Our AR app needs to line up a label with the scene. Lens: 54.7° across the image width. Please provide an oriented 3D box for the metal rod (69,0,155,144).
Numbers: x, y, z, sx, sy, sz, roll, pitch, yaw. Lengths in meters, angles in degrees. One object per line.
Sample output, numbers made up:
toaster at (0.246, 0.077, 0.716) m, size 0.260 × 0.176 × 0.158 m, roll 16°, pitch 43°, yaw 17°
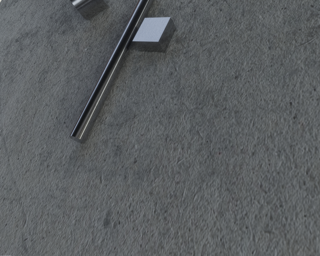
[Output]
metal rod at (-0.070, -0.113, 0.507) m, size 0.025 × 0.025 × 0.300 m, roll 8°, pitch 66°, yaw 31°

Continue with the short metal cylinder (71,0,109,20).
short metal cylinder at (-0.142, -0.257, 0.599) m, size 0.050 × 0.080 × 0.080 m, roll -31°, pitch 52°, yaw 8°

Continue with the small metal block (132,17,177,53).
small metal block at (-0.009, -0.150, 0.499) m, size 0.050 × 0.025 × 0.050 m, roll 11°, pitch 67°, yaw 32°
